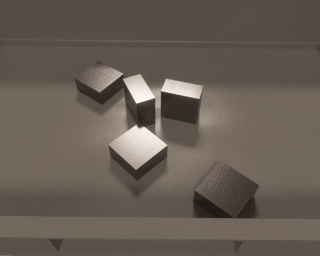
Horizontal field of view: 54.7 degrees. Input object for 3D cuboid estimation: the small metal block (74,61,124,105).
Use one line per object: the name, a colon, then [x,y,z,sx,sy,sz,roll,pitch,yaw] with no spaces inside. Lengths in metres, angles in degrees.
small metal block: [-0.089,-0.068,0.461,0.050,0.025,0.050,30,56,22]

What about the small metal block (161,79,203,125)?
small metal block: [0.029,-0.035,0.419,0.050,0.050,0.025,13,51,10]

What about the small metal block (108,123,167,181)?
small metal block: [-0.027,0.028,0.381,0.050,0.025,0.050,-37,59,-27]

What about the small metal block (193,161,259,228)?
small metal block: [0.073,0.073,0.345,0.050,0.025,0.050,33,57,24]

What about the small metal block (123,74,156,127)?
small metal block: [-0.028,-0.036,0.418,0.025,0.050,0.050,-19,53,-15]
